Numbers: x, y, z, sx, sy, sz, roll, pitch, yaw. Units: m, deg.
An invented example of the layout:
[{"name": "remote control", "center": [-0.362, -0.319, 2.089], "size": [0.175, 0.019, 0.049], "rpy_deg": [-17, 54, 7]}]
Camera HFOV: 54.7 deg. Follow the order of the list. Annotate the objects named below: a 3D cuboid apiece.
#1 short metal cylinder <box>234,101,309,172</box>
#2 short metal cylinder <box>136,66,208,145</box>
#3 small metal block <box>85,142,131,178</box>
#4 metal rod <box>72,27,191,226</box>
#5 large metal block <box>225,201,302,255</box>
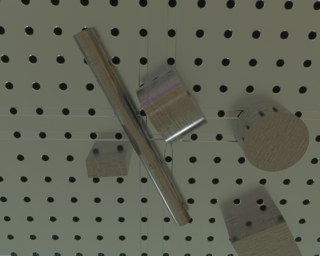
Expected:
[{"name": "short metal cylinder", "center": [0.143, 0.010, 0.405], "size": [0.081, 0.050, 0.079], "rpy_deg": [0, 110, 0]}, {"name": "short metal cylinder", "center": [0.015, -0.027, 0.374], "size": [0.050, 0.080, 0.080], "rpy_deg": [-32, 107, 11]}, {"name": "small metal block", "center": [-0.067, 0.042, 0.415], "size": [0.050, 0.050, 0.025], "rpy_deg": [-4, 110, 1]}, {"name": "metal rod", "center": [-0.029, 0.012, 0.417], "size": [0.025, 0.025, 0.299], "rpy_deg": [-24, 109, 8]}, {"name": "large metal block", "center": [0.155, 0.169, 0.464], "size": [0.080, 0.050, 0.080], "rpy_deg": [-27, 108, 9]}]
